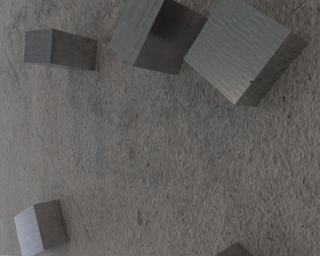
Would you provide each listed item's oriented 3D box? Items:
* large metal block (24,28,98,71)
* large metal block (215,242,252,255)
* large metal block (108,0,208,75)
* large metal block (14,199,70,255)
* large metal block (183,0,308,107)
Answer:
[{"bbox_3d":[-0.161,-0.124,0.502,0.080,0.081,0.050,11,97,39],"label":"large metal block"},{"bbox_3d":[0.079,0.170,0.304,0.080,0.081,0.050,35,112,34],"label":"large metal block"},{"bbox_3d":[-0.002,-0.115,0.371,0.050,0.081,0.080,43,116,31],"label":"large metal block"},{"bbox_3d":[-0.218,0.186,0.569,0.080,0.050,0.080,-33,70,35],"label":"large metal block"},{"bbox_3d":[0.085,-0.079,0.319,0.080,0.050,0.080,48,119,29],"label":"large metal block"}]
